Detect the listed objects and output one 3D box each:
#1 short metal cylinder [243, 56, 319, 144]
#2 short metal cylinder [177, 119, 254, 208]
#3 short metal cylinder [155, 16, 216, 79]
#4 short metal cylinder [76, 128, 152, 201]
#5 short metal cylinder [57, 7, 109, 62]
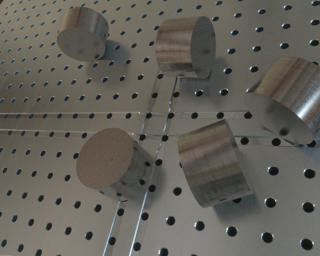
[{"bbox_3d":[0.135,-0.028,0.319,0.050,0.080,0.080,-50,52,-7],"label":"short metal cylinder"},{"bbox_3d":[0.057,0.036,0.320,0.050,0.080,0.080,-21,54,15],"label":"short metal cylinder"},{"bbox_3d":[0.037,-0.107,0.418,0.050,0.080,0.080,8,66,31],"label":"short metal cylinder"},{"bbox_3d":[-0.057,0.046,0.392,0.080,0.050,0.080,-13,56,20],"label":"short metal cylinder"},{"bbox_3d":[-0.133,-0.161,0.539,0.080,0.080,0.050,-10,58,22],"label":"short metal cylinder"}]
